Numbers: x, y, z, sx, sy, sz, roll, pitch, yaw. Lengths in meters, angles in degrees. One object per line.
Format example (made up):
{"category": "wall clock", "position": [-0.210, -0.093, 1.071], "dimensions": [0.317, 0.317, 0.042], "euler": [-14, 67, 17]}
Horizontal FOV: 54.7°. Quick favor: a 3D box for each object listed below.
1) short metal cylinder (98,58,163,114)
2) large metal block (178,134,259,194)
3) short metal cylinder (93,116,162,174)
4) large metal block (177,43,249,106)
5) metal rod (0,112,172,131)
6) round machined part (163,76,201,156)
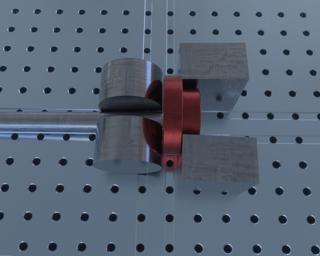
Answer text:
{"category": "short metal cylinder", "position": [-0.037, -0.047, 0.400], "dimensions": [0.080, 0.080, 0.050], "euler": [1, 71, 0]}
{"category": "large metal block", "position": [0.064, 0.045, 0.367], "dimensions": [0.080, 0.080, 0.050], "euler": [3, 70, 1]}
{"category": "short metal cylinder", "position": [-0.038, 0.023, 0.373], "dimensions": [0.080, 0.080, 0.050], "euler": [1, 71, 0]}
{"category": "large metal block", "position": [0.065, -0.067, 0.408], "dimensions": [0.081, 0.080, 0.050], "euler": [0, 70, 0]}
{"category": "metal rod", "position": [-0.120, -0.009, 0.402], "dimensions": [0.302, 0.025, 0.025], "euler": [0, 70, 4]}
{"category": "round machined part", "position": [0.025, -0.015, 0.378], "dimensions": [0.042, 0.098, 0.098], "euler": [1, 70, 0]}
